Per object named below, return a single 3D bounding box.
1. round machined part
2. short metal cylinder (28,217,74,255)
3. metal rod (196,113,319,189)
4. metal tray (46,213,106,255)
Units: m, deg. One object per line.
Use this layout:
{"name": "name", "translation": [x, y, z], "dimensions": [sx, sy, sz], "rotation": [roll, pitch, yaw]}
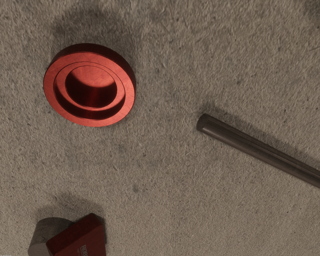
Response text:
{"name": "round machined part", "translation": [-0.076, -0.051, 0.351], "dimensions": [0.099, 0.042, 0.097], "rotation": [-1, 130, 0]}
{"name": "short metal cylinder", "translation": [-0.192, 0.207, 0.565], "dimensions": [0.081, 0.050, 0.079], "rotation": [0, 130, 0]}
{"name": "metal rod", "translation": [0.183, 0.051, 0.453], "dimensions": [0.302, 0.025, 0.025], "rotation": [25, 126, -20]}
{"name": "metal tray", "translation": [-0.146, 0.223, 0.557], "dimensions": [0.091, 0.030, 0.129], "rotation": [-28, 140, -32]}
